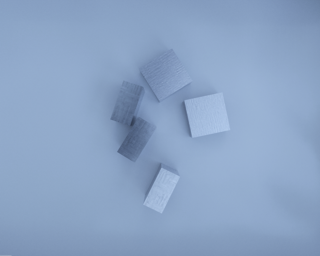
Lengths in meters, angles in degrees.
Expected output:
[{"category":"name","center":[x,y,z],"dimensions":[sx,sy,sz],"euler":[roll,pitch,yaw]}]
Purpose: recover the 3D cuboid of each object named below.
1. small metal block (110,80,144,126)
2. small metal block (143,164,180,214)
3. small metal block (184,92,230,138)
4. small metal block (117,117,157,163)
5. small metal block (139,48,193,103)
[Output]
[{"category":"small metal block","center":[-0.040,-0.030,0.398],"dimensions":[0.025,0.050,0.050],"euler":[19,90,0]},{"category":"small metal block","center":[0.002,0.075,0.399],"dimensions":[0.025,0.050,0.050],"euler":[26,90,0]},{"category":"small metal block","center":[0.061,-0.017,0.412],"dimensions":[0.050,0.025,0.050],"euler":[-12,90,-1]},{"category":"small metal block","center":[-0.028,0.014,0.399],"dimensions":[0.025,0.050,0.050],"euler":[32,90,0]},{"category":"small metal block","center":[0.008,-0.069,0.412],"dimensions":[0.050,0.025,0.050],"euler":[-32,90,-1]}]
